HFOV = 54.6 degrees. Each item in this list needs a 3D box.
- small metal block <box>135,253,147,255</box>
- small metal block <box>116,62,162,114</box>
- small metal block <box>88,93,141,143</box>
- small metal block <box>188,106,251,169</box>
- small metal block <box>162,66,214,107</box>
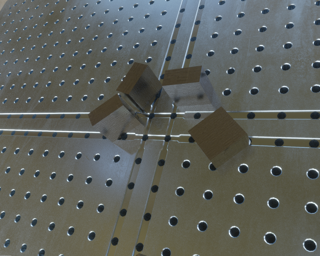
[{"bbox_3d":[-0.026,0.168,0.320,0.050,0.025,0.050,-37,51,3],"label":"small metal block"},{"bbox_3d":[-0.028,-0.057,0.443,0.025,0.050,0.050,21,73,36],"label":"small metal block"},{"bbox_3d":[-0.063,-0.013,0.434,0.050,0.050,0.025,-34,51,6],"label":"small metal block"},{"bbox_3d":[0.070,0.011,0.366,0.050,0.025,0.050,-37,51,3],"label":"small metal block"},{"bbox_3d":[0.038,-0.053,0.406,0.050,0.050,0.025,-2,61,27],"label":"small metal block"}]
